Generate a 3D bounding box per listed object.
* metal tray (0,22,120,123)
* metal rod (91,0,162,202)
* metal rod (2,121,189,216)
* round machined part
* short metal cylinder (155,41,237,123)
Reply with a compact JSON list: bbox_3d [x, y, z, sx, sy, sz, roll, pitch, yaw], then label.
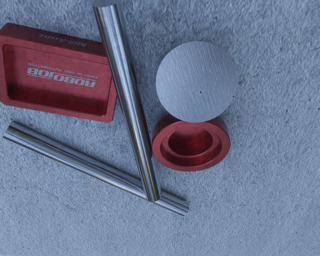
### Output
[{"bbox_3d":[-0.112,-0.059,0.352,0.131,0.030,0.089,10,130,-9],"label":"metal tray"},{"bbox_3d":[-0.028,-0.004,0.370,0.025,0.025,0.298,-6,134,4],"label":"metal rod"},{"bbox_3d":[-0.080,0.069,0.465,0.301,0.025,0.025,29,124,-23],"label":"metal rod"},{"bbox_3d":[0.039,0.011,0.403,0.099,0.042,0.097,0,135,0],"label":"round machined part"},{"bbox_3d":[0.035,-0.050,0.328,0.081,0.050,0.079,-1,103,-3],"label":"short metal cylinder"}]
